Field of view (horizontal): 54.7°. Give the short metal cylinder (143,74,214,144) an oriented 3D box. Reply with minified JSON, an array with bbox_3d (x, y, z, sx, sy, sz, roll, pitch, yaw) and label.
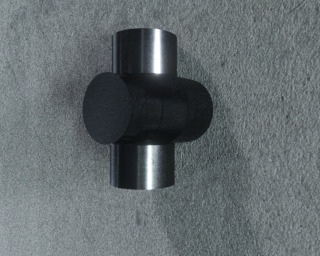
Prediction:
[{"bbox_3d":[0.017,-0.022,0.374,0.080,0.050,0.079,0,90,39],"label":"short metal cylinder"}]

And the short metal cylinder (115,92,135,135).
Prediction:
[{"bbox_3d":[-0.045,-0.022,0.425,0.080,0.050,0.079,0,90,39],"label":"short metal cylinder"}]

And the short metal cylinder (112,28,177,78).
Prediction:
[{"bbox_3d":[-0.019,-0.087,0.385,0.080,0.081,0.050,0,90,39],"label":"short metal cylinder"}]

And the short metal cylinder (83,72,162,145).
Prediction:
[{"bbox_3d":[-0.044,-0.022,0.359,0.080,0.050,0.079,0,90,39],"label":"short metal cylinder"}]

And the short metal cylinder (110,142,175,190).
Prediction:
[{"bbox_3d":[-0.022,0.044,0.387,0.080,0.081,0.050,1,91,39],"label":"short metal cylinder"}]
